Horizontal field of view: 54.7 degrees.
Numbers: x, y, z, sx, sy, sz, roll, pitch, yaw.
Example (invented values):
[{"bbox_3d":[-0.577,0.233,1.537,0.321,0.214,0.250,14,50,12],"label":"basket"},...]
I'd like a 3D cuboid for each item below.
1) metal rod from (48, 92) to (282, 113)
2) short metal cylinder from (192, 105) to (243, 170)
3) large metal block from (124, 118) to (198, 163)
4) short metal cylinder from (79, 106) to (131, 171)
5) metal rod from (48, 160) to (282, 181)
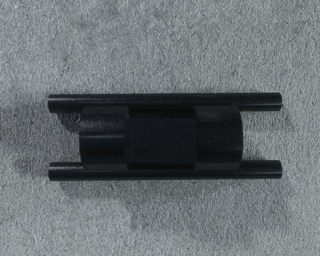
[{"bbox_3d":[0.007,-0.033,0.411,0.302,0.025,0.025,-1,90,0],"label":"metal rod"},{"bbox_3d":[0.067,0.012,0.384,0.050,0.080,0.079,-1,90,0],"label":"short metal cylinder"},{"bbox_3d":[0.001,0.014,0.381,0.081,0.080,0.050,0,90,0],"label":"large metal block"},{"bbox_3d":[-0.064,0.012,0.383,0.050,0.080,0.079,-1,90,0],"label":"short metal cylinder"},{"bbox_3d":[0.007,0.056,0.411,0.302,0.025,0.025,-1,90,0],"label":"metal rod"}]
